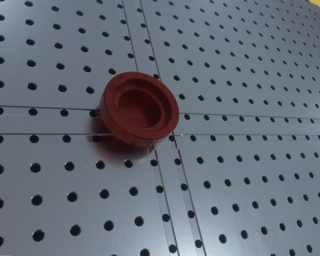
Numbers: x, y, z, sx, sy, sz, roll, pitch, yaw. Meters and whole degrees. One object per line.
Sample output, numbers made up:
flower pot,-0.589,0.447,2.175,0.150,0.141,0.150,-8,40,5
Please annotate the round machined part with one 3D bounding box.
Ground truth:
round machined part,-0.029,-0.020,0.393,0.099,0.042,0.098,13,56,-21
